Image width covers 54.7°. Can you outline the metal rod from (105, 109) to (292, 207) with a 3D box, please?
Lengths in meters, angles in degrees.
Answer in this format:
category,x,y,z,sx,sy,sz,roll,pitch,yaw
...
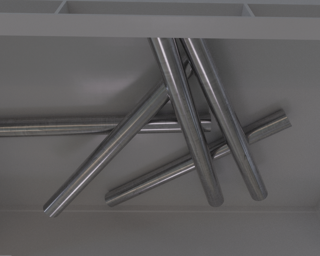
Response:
category,x,y,z,sx,sy,sz,roll,pitch,yaw
metal rod,0.041,0.052,0.453,0.300,0.025,0.025,-28,125,21

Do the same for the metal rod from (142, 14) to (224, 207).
category,x,y,z,sx,sy,sz,roll,pitch,yaw
metal rod,0.041,0.007,0.375,0.025,0.025,0.299,-14,132,11

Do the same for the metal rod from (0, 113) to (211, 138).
category,x,y,z,sx,sy,sz,roll,pitch,yaw
metal rod,-0.086,-0.003,0.405,0.302,0.025,0.025,-2,130,1

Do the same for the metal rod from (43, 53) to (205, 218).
category,x,y,z,sx,sy,sz,roll,pitch,yaw
metal rod,-0.052,0.014,0.384,0.025,0.025,0.299,35,111,-26

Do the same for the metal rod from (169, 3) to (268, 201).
category,x,y,z,sx,sy,sz,roll,pitch,yaw
metal rod,0.083,-0.005,0.371,0.025,0.025,0.299,-20,128,16
